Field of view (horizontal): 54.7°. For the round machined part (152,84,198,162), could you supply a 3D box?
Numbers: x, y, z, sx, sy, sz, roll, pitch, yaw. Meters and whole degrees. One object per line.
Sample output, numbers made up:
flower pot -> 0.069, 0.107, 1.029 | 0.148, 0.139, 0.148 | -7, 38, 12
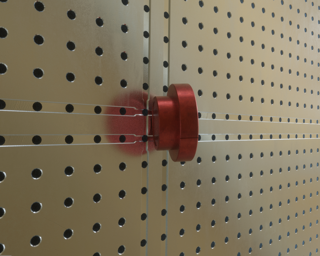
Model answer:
round machined part -> 0.015, -0.006, 0.387 | 0.042, 0.098, 0.097 | -2, 92, -9
